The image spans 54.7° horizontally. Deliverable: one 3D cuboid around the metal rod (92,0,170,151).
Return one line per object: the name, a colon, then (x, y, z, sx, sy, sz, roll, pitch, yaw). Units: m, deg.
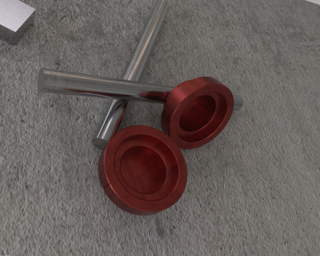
metal rod: (-0.031, -0.096, 0.445, 0.025, 0.025, 0.300, 26, 52, -12)

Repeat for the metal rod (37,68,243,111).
metal rod: (0.000, -0.044, 0.405, 0.302, 0.025, 0.025, 2, 61, -36)

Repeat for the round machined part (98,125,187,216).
round machined part: (-0.022, 0.049, 0.349, 0.099, 0.042, 0.098, 14, 58, -23)

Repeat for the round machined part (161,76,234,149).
round machined part: (0.044, -0.023, 0.403, 0.099, 0.097, 0.042, -6, 37, -31)

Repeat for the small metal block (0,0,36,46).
small metal block: (-0.192, -0.137, 0.384, 0.050, 0.025, 0.050, 26, 53, -12)
